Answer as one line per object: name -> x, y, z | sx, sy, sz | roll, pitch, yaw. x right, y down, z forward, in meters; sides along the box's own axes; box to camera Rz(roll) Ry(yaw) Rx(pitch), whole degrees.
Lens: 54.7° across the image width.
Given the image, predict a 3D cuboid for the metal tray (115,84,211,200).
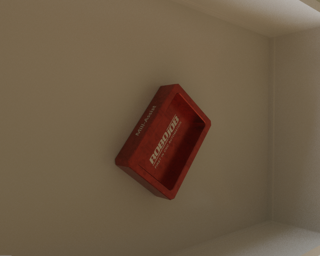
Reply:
metal tray -> 0.010, 0.017, 0.413 | 0.090, 0.030, 0.130 | 45, 63, -31
